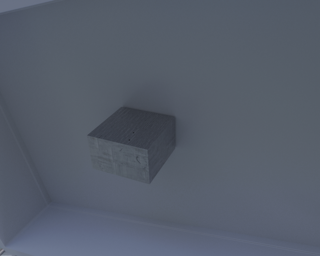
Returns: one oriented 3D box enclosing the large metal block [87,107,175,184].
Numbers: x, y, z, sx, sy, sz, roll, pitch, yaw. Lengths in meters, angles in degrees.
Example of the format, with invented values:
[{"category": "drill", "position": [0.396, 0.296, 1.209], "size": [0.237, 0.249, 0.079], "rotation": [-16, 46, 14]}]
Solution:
[{"category": "large metal block", "position": [-0.033, 0.019, 0.397], "size": [0.080, 0.080, 0.050], "rotation": [12, 123, 21]}]
